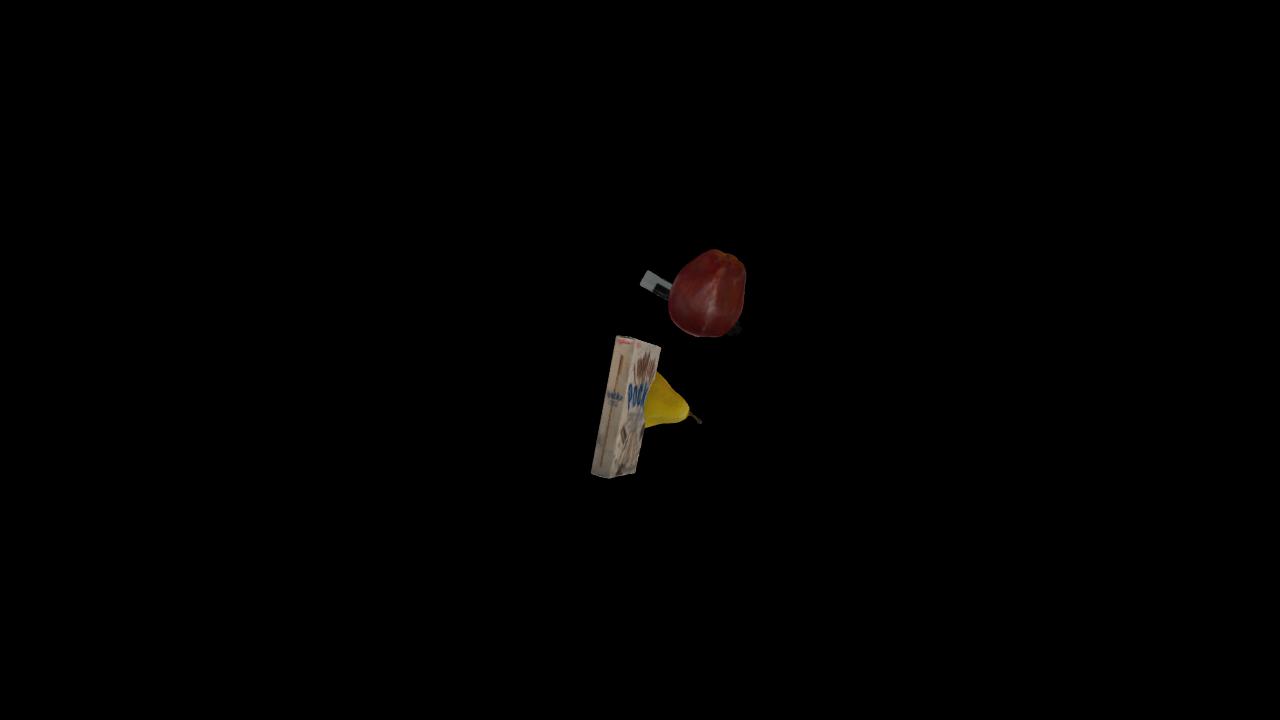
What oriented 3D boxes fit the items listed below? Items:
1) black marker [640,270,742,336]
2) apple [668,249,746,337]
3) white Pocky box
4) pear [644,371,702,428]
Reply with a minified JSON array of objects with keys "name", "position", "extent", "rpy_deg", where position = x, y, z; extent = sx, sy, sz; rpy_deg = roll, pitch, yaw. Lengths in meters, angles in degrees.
[{"name":"black marker","position":[0.056,-0.060,0.666],"extent":[0.121,0.020,0.020],"rpy_deg":[29,-3,-5]},{"name":"apple","position":[0.070,-0.067,0.636],"extent":[0.079,0.093,0.079],"rpy_deg":[18,23,-8]},{"name":"white Pocky box","position":[-0.015,0.053,0.695],"extent":[0.028,0.154,0.084],"rpy_deg":[11,-1,22]},{"name":"pear","position":[0.023,0.050,0.746],"extent":[0.111,0.080,0.080],"rpy_deg":[10,1,3]}]
